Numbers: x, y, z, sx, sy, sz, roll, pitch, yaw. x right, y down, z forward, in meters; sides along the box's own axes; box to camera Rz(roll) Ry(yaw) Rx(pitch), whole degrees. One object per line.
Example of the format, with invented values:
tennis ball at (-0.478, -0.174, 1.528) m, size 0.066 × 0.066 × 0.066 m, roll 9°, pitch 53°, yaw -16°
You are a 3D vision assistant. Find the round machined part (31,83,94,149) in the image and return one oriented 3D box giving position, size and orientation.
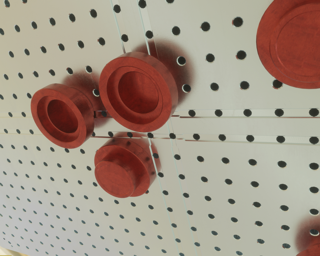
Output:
round machined part at (-0.139, -0.021, 0.461) m, size 0.098 × 0.042 × 0.097 m, roll 13°, pitch 124°, yaw 21°

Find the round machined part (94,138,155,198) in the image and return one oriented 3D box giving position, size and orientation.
round machined part at (-0.060, 0.068, 0.475) m, size 0.098 × 0.042 × 0.097 m, roll 13°, pitch 124°, yaw 21°

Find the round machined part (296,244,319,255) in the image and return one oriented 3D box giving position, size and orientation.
round machined part at (0.223, 0.189, 0.400) m, size 0.098 × 0.042 × 0.097 m, roll 13°, pitch 124°, yaw 21°

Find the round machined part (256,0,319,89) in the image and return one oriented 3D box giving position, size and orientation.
round machined part at (0.137, -0.080, 0.279) m, size 0.098 × 0.042 × 0.097 m, roll 13°, pitch 124°, yaw 21°

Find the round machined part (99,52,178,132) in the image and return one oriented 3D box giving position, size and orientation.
round machined part at (-0.023, -0.047, 0.384) m, size 0.098 × 0.042 × 0.097 m, roll 13°, pitch 124°, yaw 21°
